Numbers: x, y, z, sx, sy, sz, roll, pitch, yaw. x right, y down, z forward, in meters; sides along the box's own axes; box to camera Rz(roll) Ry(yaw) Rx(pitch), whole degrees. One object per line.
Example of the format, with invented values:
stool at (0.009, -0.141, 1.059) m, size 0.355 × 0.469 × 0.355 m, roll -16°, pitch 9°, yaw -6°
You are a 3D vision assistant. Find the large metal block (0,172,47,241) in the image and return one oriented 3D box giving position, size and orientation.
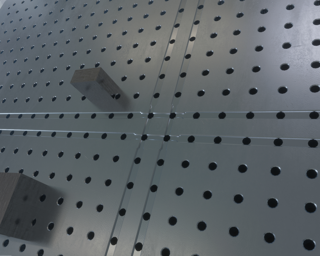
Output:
large metal block at (-0.222, 0.110, 0.441) m, size 0.080 × 0.050 × 0.080 m, roll -3°, pitch 61°, yaw 27°

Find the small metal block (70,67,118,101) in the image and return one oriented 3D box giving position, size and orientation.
small metal block at (-0.103, -0.068, 0.488) m, size 0.050 × 0.050 × 0.025 m, roll 0°, pitch 62°, yaw 28°
